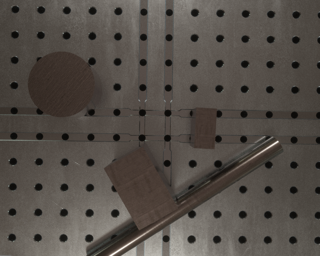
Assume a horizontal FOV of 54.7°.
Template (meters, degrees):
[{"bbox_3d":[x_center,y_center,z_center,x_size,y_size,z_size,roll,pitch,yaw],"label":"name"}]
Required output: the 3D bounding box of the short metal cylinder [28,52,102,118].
[{"bbox_3d":[-0.119,-0.053,0.399,0.081,0.050,0.079,0,90,-1],"label":"short metal cylinder"}]

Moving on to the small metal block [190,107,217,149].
[{"bbox_3d":[0.055,0.000,0.402,0.025,0.050,0.050,3,90,0],"label":"small metal block"}]

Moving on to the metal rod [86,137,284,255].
[{"bbox_3d":[0.031,0.103,0.413,0.301,0.025,0.025,-33,90,-1],"label":"metal rod"}]

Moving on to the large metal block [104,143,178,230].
[{"bbox_3d":[-0.021,0.067,0.386,0.050,0.080,0.080,-30,90,0],"label":"large metal block"}]
